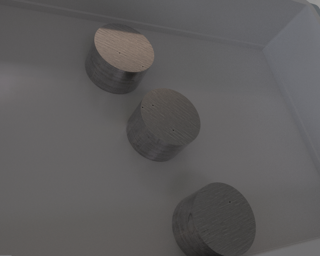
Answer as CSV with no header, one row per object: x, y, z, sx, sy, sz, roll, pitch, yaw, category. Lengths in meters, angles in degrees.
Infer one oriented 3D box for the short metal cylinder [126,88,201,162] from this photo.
0.004,-0.004,0.394,0.081,0.050,0.080,14,56,-21,short metal cylinder

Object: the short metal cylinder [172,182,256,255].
0.061,0.109,0.356,0.081,0.050,0.080,14,56,-21,short metal cylinder

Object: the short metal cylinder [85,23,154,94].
-0.055,-0.092,0.416,0.081,0.050,0.080,14,56,-21,short metal cylinder
